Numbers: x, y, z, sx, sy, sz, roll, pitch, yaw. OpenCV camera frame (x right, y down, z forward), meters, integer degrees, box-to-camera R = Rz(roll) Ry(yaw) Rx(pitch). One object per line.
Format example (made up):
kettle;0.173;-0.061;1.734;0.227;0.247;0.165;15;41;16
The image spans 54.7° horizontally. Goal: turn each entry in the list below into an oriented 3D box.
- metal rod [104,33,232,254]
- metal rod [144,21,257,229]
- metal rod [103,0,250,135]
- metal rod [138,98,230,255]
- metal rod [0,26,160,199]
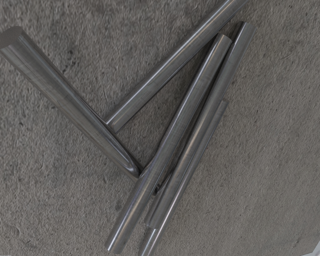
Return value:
metal rod;0.009;0.021;0.389;0.025;0.025;0.299;25;94;-37
metal rod;0.049;0.004;0.416;0.025;0.025;0.298;17;104;-35
metal rod;0.038;-0.100;0.365;0.300;0.025;0.025;-45;129;3
metal rod;0.029;0.088;0.476;0.025;0.025;0.298;10;113;-33
metal rod;-0.061;0.013;0.346;0.025;0.025;0.300;-37;140;-3
